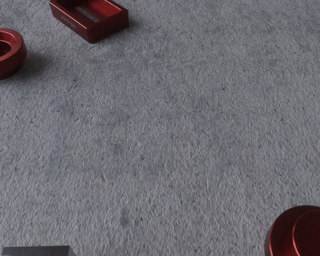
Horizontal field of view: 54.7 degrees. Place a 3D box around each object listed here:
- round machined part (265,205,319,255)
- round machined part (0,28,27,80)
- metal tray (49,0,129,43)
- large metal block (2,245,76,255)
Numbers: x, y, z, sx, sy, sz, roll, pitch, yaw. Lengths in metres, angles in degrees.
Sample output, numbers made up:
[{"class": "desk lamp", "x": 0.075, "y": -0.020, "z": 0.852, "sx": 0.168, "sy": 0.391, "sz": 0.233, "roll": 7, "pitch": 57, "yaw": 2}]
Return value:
[{"class": "round machined part", "x": 0.155, "y": 0.118, "z": 0.295, "sx": 0.099, "sy": 0.042, "sz": 0.098, "roll": 0, "pitch": 50, "yaw": 0}, {"class": "round machined part", "x": -0.258, "y": -0.111, "z": 0.482, "sx": 0.099, "sy": 0.042, "sz": 0.098, "roll": 0, "pitch": 50, "yaw": 0}, {"class": "metal tray", "x": -0.132, "y": -0.214, "z": 0.578, "sx": 0.091, "sy": 0.030, "sz": 0.130, "roll": -36, "pitch": 59, "yaw": -26}, {"class": "large metal block", "x": -0.094, "y": 0.147, "z": 0.243, "sx": 0.050, "sy": 0.080, "sz": 0.080, "roll": -1, "pitch": 50, "yaw": -1}]
